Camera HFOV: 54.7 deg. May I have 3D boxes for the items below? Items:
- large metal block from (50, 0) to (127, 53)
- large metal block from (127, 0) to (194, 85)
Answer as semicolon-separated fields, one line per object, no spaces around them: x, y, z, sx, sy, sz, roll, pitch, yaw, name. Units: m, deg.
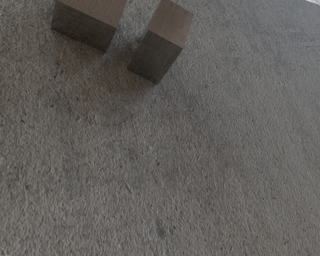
-0.097;-0.165;0.436;0.080;0.050;0.080;22;54;-15;large metal block
0.000;-0.124;0.444;0.050;0.080;0.080;26;53;-12;large metal block
